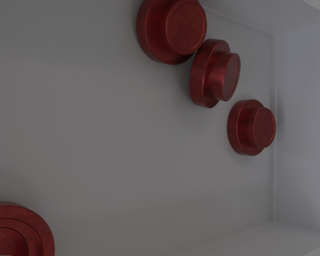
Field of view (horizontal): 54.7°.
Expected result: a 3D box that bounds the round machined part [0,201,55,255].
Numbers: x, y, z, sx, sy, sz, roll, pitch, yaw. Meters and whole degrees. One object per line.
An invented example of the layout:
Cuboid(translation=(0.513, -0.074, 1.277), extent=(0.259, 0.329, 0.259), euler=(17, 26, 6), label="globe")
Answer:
Cuboid(translation=(-0.148, 0.113, 0.271), extent=(0.099, 0.042, 0.097), euler=(0, 90, -40), label="round machined part")

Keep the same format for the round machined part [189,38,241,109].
Cuboid(translation=(0.083, -0.075, 0.441), extent=(0.099, 0.042, 0.097), euler=(-38, 136, -48), label="round machined part")

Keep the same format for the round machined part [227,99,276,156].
Cuboid(translation=(0.162, -0.001, 0.531), extent=(0.099, 0.042, 0.097), euler=(0, 90, -40), label="round machined part")

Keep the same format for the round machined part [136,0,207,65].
Cuboid(translation=(0.022, -0.130, 0.398), extent=(0.099, 0.042, 0.097), euler=(-15, 115, -35), label="round machined part")
